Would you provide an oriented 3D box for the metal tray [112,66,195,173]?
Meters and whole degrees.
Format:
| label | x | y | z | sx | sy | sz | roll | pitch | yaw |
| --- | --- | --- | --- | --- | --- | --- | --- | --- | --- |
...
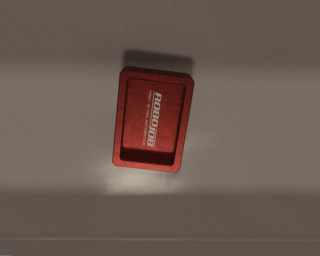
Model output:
| label | x | y | z | sx | sy | sz | roll | pitch | yaw |
| --- | --- | --- | --- | --- | --- | --- | --- | --- | --- |
| metal tray | -0.011 | -0.010 | 0.404 | 0.091 | 0.030 | 0.129 | 7 | 110 | -3 |
